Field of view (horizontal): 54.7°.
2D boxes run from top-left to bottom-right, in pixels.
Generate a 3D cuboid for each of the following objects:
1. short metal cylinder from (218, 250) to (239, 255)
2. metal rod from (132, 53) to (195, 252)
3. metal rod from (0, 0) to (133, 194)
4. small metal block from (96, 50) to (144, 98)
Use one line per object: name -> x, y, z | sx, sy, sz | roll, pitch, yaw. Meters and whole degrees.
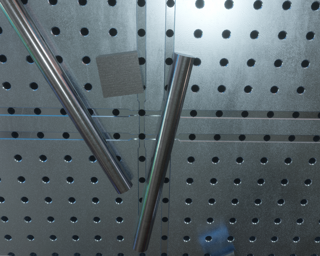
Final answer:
short metal cylinder -> 0.108, 0.235, 0.472 | 0.050, 0.080, 0.080 | -27, 108, 9
metal rod -> 0.000, 0.047, 0.430 | 0.025, 0.025, 0.298 | 11, 110, -5
metal rod -> -0.117, -0.039, 0.397 | 0.025, 0.025, 0.299 | -25, 109, 8
small metal block -> -0.049, -0.068, 0.388 | 0.050, 0.025, 0.050 | -7, 110, 2
